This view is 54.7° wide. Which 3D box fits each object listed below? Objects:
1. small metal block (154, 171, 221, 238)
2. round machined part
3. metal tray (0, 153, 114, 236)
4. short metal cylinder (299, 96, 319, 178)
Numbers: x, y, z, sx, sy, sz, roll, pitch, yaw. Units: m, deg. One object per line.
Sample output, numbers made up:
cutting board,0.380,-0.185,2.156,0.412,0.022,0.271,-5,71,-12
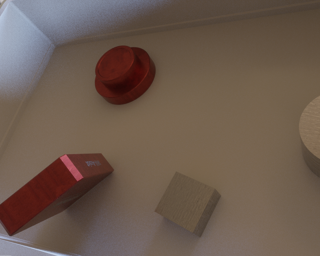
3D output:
small metal block,0.031,0.082,0.338,0.050,0.025,0.050,20,72,35
round machined part,-0.060,-0.088,0.479,0.098,0.042,0.098,-13,56,20
metal tray,-0.111,0.068,0.355,0.090,0.130,0.030,-39,83,1
short metal cylinder,0.176,0.010,0.291,0.080,0.050,0.080,-13,56,20
